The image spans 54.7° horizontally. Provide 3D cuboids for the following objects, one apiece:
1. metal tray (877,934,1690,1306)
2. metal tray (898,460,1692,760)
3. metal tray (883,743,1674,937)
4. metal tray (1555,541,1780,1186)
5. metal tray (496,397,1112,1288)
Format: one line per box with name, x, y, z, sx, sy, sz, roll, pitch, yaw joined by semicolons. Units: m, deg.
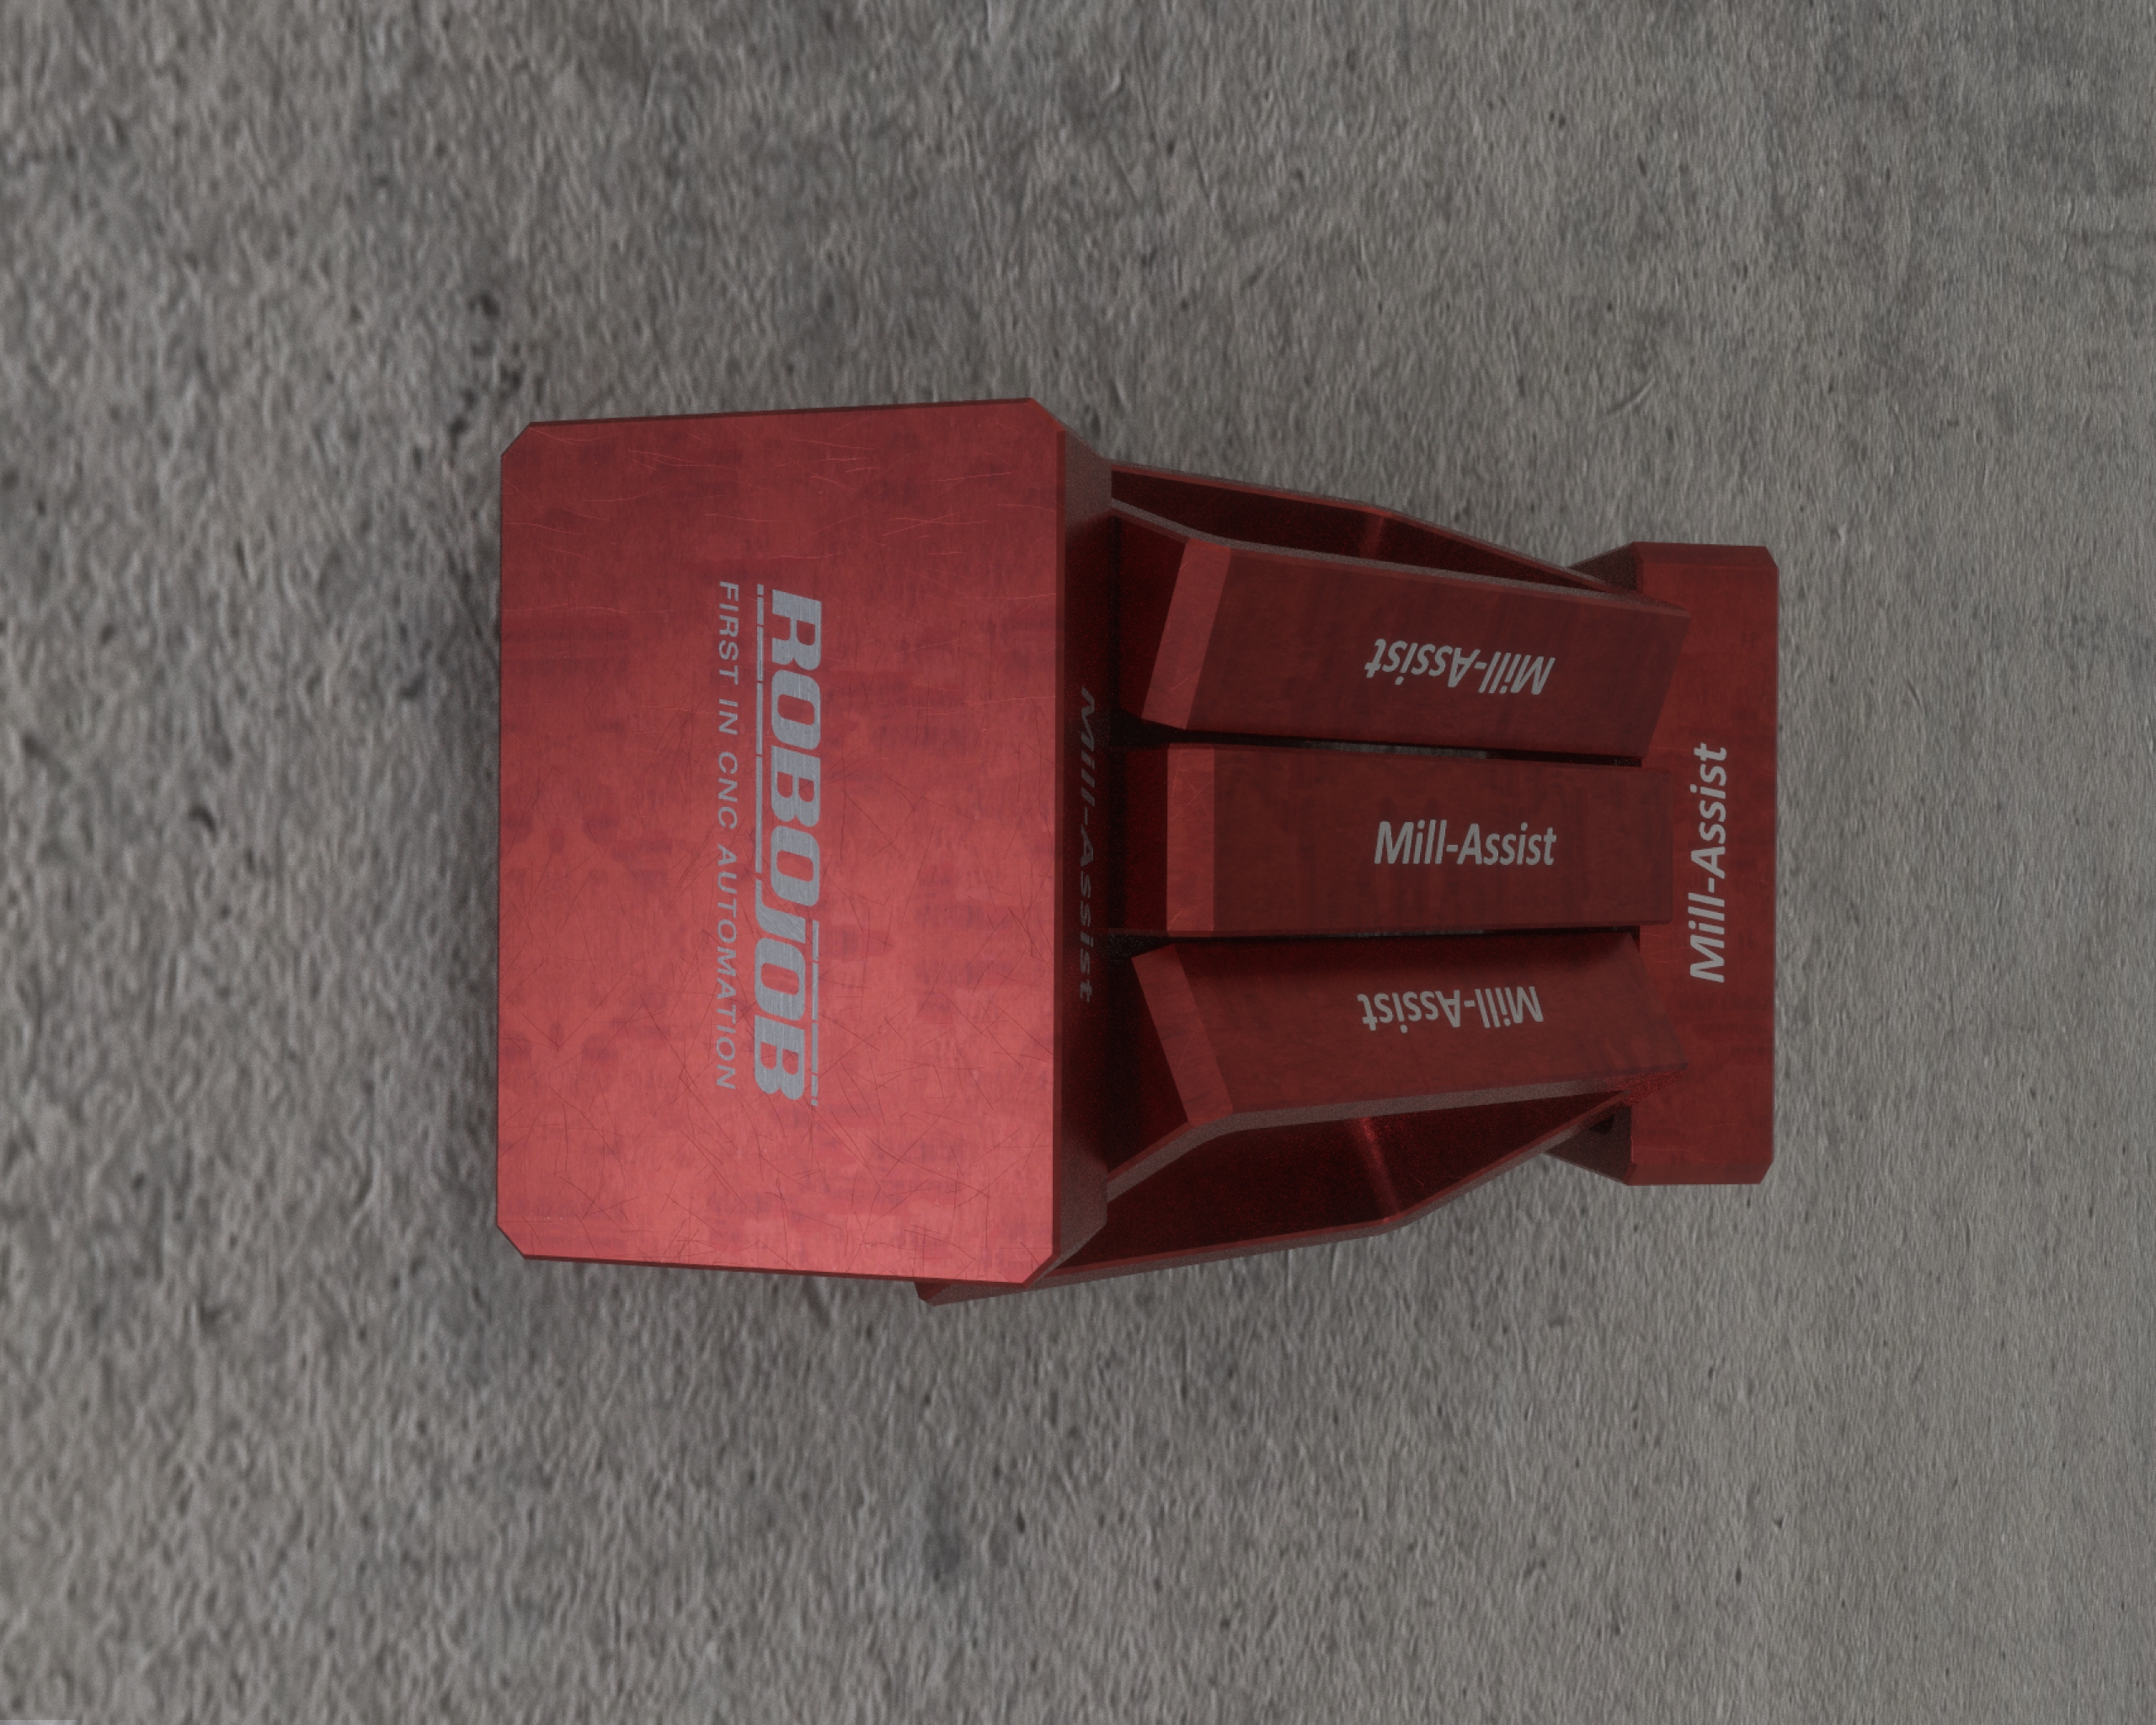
metal tray;0.040;0.047;0.393;0.131;0.090;0.030;1;61;-40
metal tray;0.039;-0.050;0.391;0.131;0.090;0.030;0;111;-40
metal tray;0.038;-0.003;0.393;0.131;0.090;0.030;0;90;-40
metal tray;0.119;0.000;0.460;0.030;0.090;0.129;1;90;-8
metal tray;-0.042;-0.003;0.326;0.030;0.090;0.129;1;90;-76
